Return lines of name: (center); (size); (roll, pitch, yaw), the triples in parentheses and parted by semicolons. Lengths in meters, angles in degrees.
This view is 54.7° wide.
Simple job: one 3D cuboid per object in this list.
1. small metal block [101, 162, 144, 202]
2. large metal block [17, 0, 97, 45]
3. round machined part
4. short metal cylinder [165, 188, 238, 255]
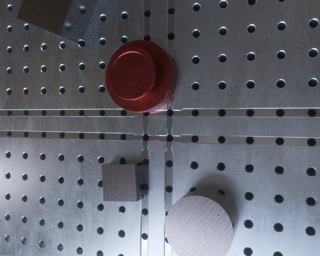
small metal block: (-0.051, 0.074, 0.431); (0.050, 0.025, 0.050); (-4, 89, 20)
large metal block: (-0.147, -0.178, 0.451); (0.080, 0.050, 0.080); (26, 99, 18)
round machined part: (-0.030, -0.069, 0.414); (0.098, 0.042, 0.097); (0, 90, 19)
short metal cylinder: (0.052, 0.118, 0.381); (0.080, 0.050, 0.079); (0, 90, 20)
